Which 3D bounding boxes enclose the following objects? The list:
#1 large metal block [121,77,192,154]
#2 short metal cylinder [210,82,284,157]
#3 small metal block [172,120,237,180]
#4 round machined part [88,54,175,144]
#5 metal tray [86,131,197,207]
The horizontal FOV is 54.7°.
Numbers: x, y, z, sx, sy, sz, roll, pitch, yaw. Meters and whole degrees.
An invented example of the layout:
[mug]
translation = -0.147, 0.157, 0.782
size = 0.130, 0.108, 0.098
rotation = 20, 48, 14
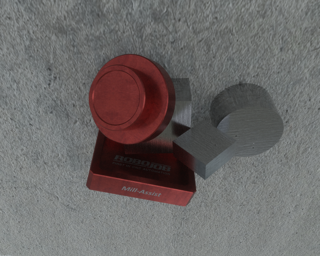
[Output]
[large metal block]
translation = -0.004, -0.014, 0.381
size = 0.080, 0.050, 0.079
rotation = -1, 130, 1
[short metal cylinder]
translation = 0.105, -0.010, 0.386
size = 0.081, 0.050, 0.079
rotation = 0, 130, 0
[small metal block]
translation = 0.050, 0.023, 0.353
size = 0.050, 0.050, 0.025
rotation = -33, 139, -27
[round machined part]
translation = -0.037, -0.031, 0.333
size = 0.098, 0.098, 0.042
rotation = -30, 169, 22
[metal tray]
translation = -0.022, 0.047, 0.405
size = 0.131, 0.090, 0.030
rotation = 13, 129, -11
